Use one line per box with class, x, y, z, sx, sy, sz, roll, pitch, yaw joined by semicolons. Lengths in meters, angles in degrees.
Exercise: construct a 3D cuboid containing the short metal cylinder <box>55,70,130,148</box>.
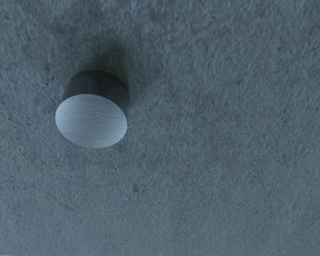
short metal cylinder;-0.078;-0.022;0.371;0.081;0.050;0.079;0;130;0
